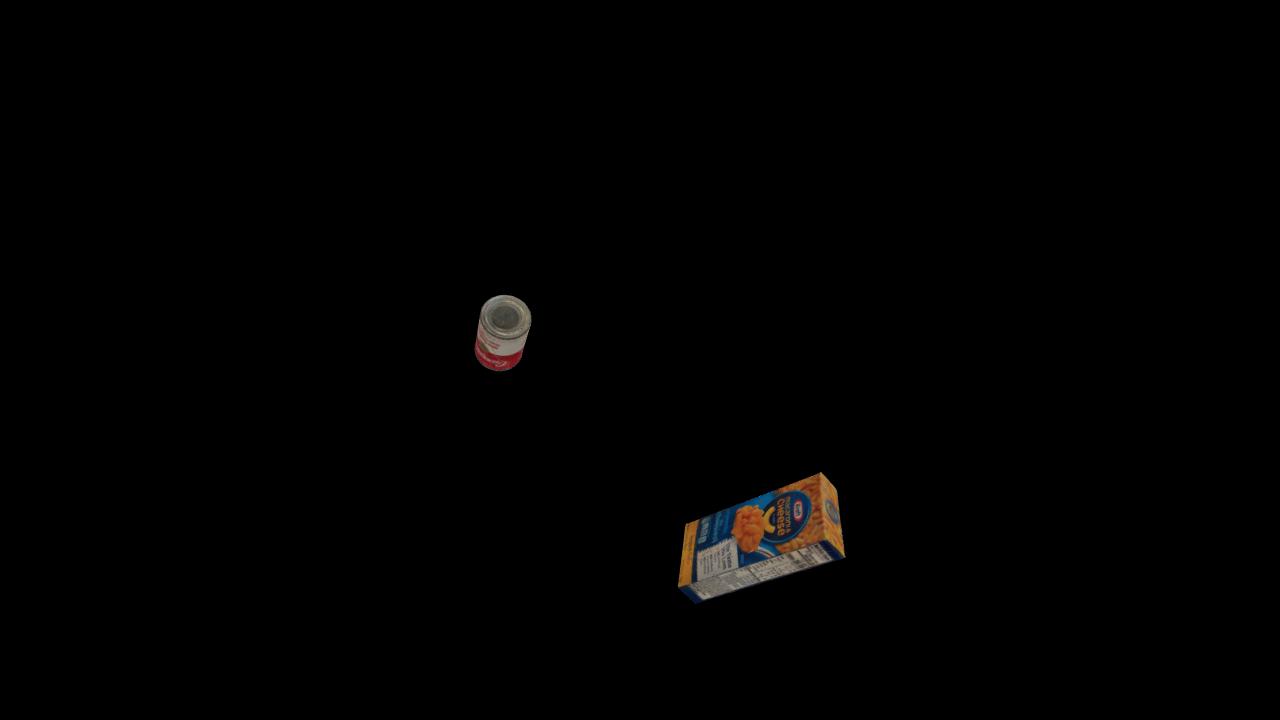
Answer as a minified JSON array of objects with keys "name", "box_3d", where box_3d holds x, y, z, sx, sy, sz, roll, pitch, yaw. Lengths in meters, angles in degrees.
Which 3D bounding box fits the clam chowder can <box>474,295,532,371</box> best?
[{"name":"clam chowder can","box_3d":[-0.187,-0.036,0.835,0.068,0.068,0.102,0,-25,-19]}]

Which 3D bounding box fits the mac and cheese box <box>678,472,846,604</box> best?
[{"name":"mac and cheese box","box_3d":[0.128,0.196,0.674,0.184,0.041,0.093,-30,23,28]}]
